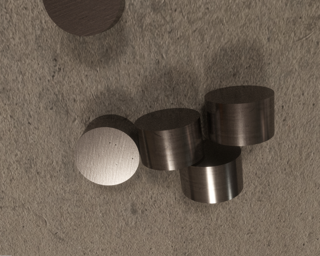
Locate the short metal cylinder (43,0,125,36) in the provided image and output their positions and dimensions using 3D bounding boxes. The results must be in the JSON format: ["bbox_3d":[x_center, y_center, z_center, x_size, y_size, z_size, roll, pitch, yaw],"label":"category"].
[{"bbox_3d":[-0.081,-0.144,0.342,0.081,0.050,0.079,0,110,-1],"label":"short metal cylinder"}]

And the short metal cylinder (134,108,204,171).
[{"bbox_3d":[0.012,0.011,0.385,0.080,0.080,0.050,-8,110,2],"label":"short metal cylinder"}]

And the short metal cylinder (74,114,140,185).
[{"bbox_3d":[-0.066,0.028,0.406,0.081,0.050,0.079,0,110,-1],"label":"short metal cylinder"}]

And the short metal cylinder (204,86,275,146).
[{"bbox_3d":[0.096,-0.017,0.375,0.080,0.080,0.050,-7,110,2],"label":"short metal cylinder"}]

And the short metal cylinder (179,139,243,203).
[{"bbox_3d":[0.065,0.053,0.401,0.080,0.080,0.050,-8,110,2],"label":"short metal cylinder"}]
